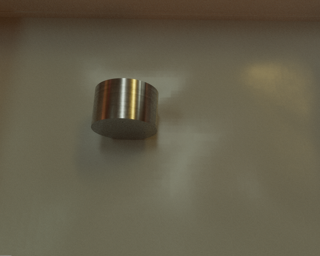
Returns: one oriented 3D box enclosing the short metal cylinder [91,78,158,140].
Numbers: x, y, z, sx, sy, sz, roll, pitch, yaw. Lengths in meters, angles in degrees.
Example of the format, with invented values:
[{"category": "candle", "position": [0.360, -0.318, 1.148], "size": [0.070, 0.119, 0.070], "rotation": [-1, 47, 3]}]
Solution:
[{"category": "short metal cylinder", "position": [-0.043, -0.021, 0.388], "size": [0.080, 0.080, 0.050], "rotation": [1, 70, 0]}]
